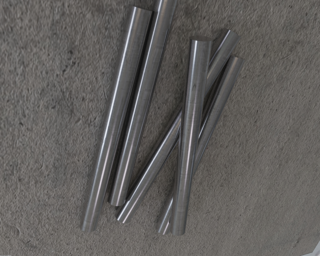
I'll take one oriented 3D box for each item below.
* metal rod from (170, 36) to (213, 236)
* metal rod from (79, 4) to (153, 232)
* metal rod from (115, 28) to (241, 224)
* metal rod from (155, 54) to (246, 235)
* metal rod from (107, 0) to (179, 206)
[{"bbox_3d":[0.036,0.031,0.411,0.025,0.025,0.298,-10,123,-23],"label":"metal rod"},{"bbox_3d":[-0.060,0.007,0.377,0.025,0.025,0.298,3,117,-30],"label":"metal rod"},{"bbox_3d":[0.017,0.007,0.420,0.025,0.025,0.298,19,108,-36],"label":"metal rod"},{"bbox_3d":[0.052,0.037,0.457,0.025,0.025,0.298,6,115,-31],"label":"metal rod"},{"bbox_3d":[-0.024,-0.029,0.375,0.025,0.025,0.298,2,118,-29],"label":"metal rod"}]
